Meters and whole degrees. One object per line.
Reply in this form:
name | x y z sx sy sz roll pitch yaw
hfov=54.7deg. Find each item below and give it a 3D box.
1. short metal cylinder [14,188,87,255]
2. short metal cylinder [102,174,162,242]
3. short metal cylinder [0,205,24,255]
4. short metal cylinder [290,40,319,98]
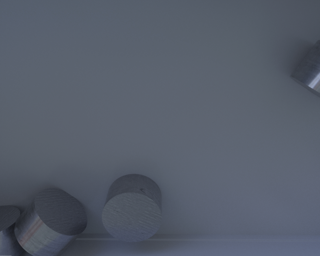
short metal cylinder | -0.149 0.131 0.429 0.080 0.080 0.050 38 106 -13
short metal cylinder | -0.038 0.112 0.439 0.081 0.050 0.079 0 110 0
short metal cylinder | -0.235 0.152 0.434 0.080 0.080 0.050 -3 107 1
short metal cylinder | 0.203 -0.059 0.362 0.080 0.080 0.050 30 107 -11
